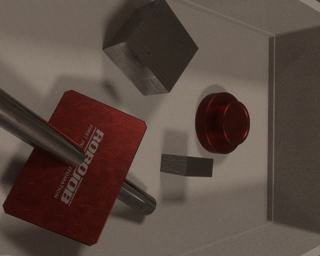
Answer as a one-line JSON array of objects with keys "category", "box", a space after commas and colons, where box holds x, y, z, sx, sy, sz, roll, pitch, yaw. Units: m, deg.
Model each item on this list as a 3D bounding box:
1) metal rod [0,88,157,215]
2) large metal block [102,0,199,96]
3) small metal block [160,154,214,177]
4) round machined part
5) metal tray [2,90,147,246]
[{"category": "metal rod", "box": [-0.091, 0.021, 0.294, 0.300, 0.025, 0.025, 46, 62, -43]}, {"category": "large metal block", "box": [-0.009, -0.098, 0.384, 0.080, 0.050, 0.080, 47, 62, -30]}, {"category": "small metal block", "box": [0.036, 0.051, 0.423, 0.050, 0.050, 0.025, 9, 84, -40]}, {"category": "round machined part", "box": [0.104, -0.008, 0.486, 0.099, 0.042, 0.097, 0, 90, -40]}, {"category": "metal tray", "box": [-0.079, 0.038, 0.310, 0.090, 0.030, 0.130, 24, 72, -5]}]
